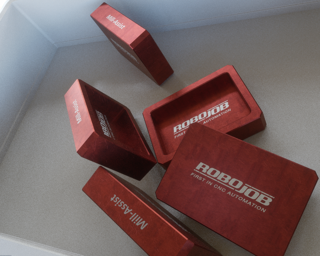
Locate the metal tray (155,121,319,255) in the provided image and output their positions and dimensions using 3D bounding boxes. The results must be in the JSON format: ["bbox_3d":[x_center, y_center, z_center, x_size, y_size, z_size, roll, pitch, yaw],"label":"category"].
[{"bbox_3d":[0.072,0.059,0.306,0.130,0.030,0.090,24,83,26],"label":"metal tray"}]

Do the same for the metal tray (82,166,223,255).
[{"bbox_3d":[-0.009,0.094,0.310,0.130,0.090,0.030,30,81,37],"label":"metal tray"}]

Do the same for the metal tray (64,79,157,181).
[{"bbox_3d":[-0.064,-0.001,0.380,0.030,0.090,0.130,-49,38,14],"label":"metal tray"}]

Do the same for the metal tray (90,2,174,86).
[{"bbox_3d":[-0.043,-0.126,0.463,0.030,0.090,0.130,-44,51,-2],"label":"metal tray"}]

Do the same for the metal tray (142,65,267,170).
[{"bbox_3d":[0.050,-0.012,0.383,0.130,0.030,0.090,-27,52,11],"label":"metal tray"}]
